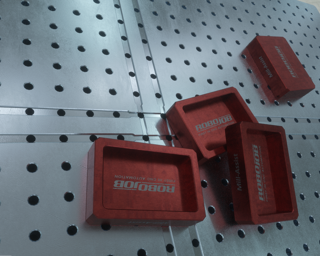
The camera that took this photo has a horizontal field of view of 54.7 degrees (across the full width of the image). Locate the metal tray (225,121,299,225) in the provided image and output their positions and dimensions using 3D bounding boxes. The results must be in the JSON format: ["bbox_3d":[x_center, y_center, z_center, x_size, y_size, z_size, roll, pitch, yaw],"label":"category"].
[{"bbox_3d":[0.138,0.060,0.420,0.091,0.030,0.129,6,73,-32],"label":"metal tray"}]

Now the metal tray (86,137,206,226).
[{"bbox_3d":[-0.015,0.064,0.358,0.131,0.030,0.090,9,58,-24],"label":"metal tray"}]

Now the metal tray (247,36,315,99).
[{"bbox_3d":[0.238,-0.122,0.611,0.091,0.030,0.130,-9,66,-32],"label":"metal tray"}]

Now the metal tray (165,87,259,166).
[{"bbox_3d":[0.083,-0.006,0.455,0.131,0.030,0.090,-18,71,-35],"label":"metal tray"}]
